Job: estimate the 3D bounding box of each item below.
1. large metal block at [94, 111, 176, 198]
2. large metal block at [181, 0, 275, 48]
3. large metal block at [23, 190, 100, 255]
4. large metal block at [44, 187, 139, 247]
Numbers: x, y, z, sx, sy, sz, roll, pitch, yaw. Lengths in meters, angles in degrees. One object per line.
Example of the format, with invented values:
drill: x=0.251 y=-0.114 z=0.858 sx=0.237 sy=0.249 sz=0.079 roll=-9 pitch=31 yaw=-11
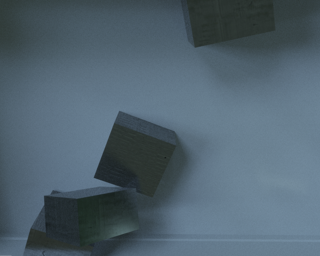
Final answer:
large metal block: x=-0.032 y=0.034 z=0.410 sx=0.080 sy=0.050 sz=0.079 roll=20 pitch=109 yaw=-8
large metal block: x=0.069 y=-0.125 z=0.336 sx=0.080 sy=0.080 sz=0.050 roll=-11 pitch=110 yaw=4
large metal block: x=-0.129 y=0.142 z=0.431 sx=0.080 sy=0.080 sz=0.050 roll=20 pitch=113 yaw=-7
large metal block: x=-0.084 y=0.103 z=0.379 sx=0.080 sy=0.081 sz=0.050 roll=-9 pitch=84 yaw=45
